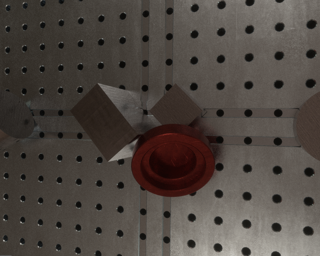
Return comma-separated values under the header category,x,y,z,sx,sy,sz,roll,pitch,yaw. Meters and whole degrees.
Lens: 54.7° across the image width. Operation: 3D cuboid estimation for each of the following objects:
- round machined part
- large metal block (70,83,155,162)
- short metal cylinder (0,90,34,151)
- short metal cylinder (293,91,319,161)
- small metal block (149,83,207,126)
category,x,y,z,sx,sy,sz,roll,pitch,yaw
round machined part,0.015,0.035,0.381,0.099,0.042,0.097,0,123,0
large metal block,-0.054,-0.007,0.401,0.050,0.080,0.080,-42,77,15
short metal cylinder,-0.240,-0.010,0.466,0.050,0.080,0.080,-26,82,18
short metal cylinder,0.188,-0.002,0.333,0.080,0.050,0.079,0,90,19
small metal block,0.023,-0.022,0.404,0.050,0.025,0.050,-46,76,14
